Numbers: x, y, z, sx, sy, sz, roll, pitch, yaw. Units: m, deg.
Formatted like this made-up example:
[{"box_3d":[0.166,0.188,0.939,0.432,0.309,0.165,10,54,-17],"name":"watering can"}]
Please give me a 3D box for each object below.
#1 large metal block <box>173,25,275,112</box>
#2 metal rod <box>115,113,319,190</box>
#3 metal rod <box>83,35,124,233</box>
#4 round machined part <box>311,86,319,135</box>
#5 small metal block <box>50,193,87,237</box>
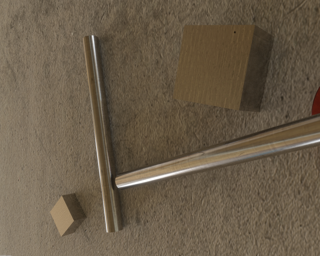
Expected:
[{"box_3d":[0.067,-0.064,0.332,0.080,0.050,0.079,15,99,38],"name":"large metal block"},{"box_3d":[0.042,0.037,0.340,0.299,0.025,0.025,-23,76,46],"name":"metal rod"},{"box_3d":[-0.088,0.004,0.475,0.025,0.025,0.298,-14,81,39],"name":"metal rod"},{"box_3d":[0.175,-0.013,0.249,0.098,0.042,0.097,0,90,39],"name":"round machined part"},{"box_3d":[-0.158,0.149,0.532,0.050,0.025,0.050,-51,61,28],"name":"small metal block"}]
